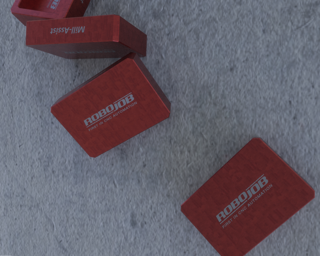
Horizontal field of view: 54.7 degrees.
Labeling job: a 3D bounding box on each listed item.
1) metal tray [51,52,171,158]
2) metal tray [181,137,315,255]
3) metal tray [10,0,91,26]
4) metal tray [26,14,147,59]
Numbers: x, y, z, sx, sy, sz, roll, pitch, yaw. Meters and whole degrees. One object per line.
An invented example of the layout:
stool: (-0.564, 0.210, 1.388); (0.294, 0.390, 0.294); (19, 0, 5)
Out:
metal tray: (-0.063, -0.027, 0.405); (0.130, 0.030, 0.090); (-29, 112, 17)
metal tray: (0.101, 0.085, 0.371); (0.130, 0.030, 0.090); (-46, 76, 13)
metal tray: (-0.138, -0.200, 0.431); (0.090, 0.030, 0.130); (15, 75, 19)
metal tray: (-0.093, -0.115, 0.405); (0.130, 0.090, 0.030); (3, 92, 19)
